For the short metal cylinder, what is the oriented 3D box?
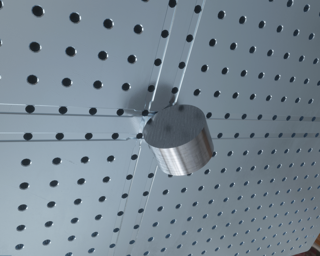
[{"bbox_3d":[0.025,0.014,0.400,0.080,0.080,0.050,-30,129,-9],"label":"short metal cylinder"}]
